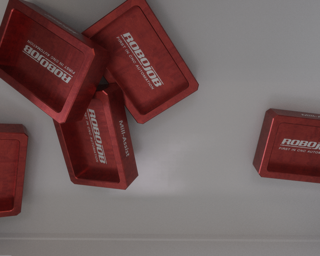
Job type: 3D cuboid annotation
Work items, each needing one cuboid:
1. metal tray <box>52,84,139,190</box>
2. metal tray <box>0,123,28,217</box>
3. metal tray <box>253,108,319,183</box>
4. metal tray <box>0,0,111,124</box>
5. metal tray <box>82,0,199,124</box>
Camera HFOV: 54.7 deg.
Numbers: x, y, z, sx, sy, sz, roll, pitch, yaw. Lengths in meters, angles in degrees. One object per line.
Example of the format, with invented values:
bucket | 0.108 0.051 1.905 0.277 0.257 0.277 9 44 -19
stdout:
metal tray | -0.084 0.012 0.393 0.090 0.030 0.129 1 113 25
metal tray | -0.229 0.058 0.407 0.091 0.030 0.129 2 113 -31
metal tray | 0.202 0.027 0.419 0.131 0.030 0.089 6 110 -3
metal tray | -0.128 -0.076 0.349 0.130 0.030 0.089 35 108 17
metal tray | -0.024 -0.081 0.378 0.090 0.030 0.130 -32 107 11
